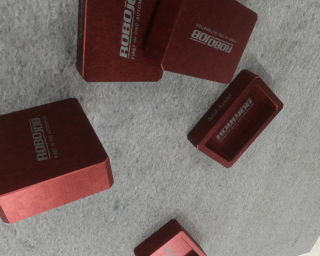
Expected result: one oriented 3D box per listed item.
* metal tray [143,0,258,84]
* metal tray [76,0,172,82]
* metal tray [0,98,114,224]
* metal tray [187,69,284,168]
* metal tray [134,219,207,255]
[{"bbox_3d":[0.050,-0.102,0.344,0.131,0.030,0.089,1,115,-47],"label":"metal tray"},{"bbox_3d":[-0.035,-0.113,0.316,0.091,0.030,0.129,-5,121,-27],"label":"metal tray"},{"bbox_3d":[-0.107,0.020,0.293,0.091,0.130,0.030,-17,126,-19],"label":"metal tray"},{"bbox_3d":[0.113,-0.010,0.461,0.090,0.030,0.130,33,100,-39],"label":"metal tray"},{"bbox_3d":[0.023,0.229,0.560,0.090,0.030,0.130,-37,130,-4],"label":"metal tray"}]
